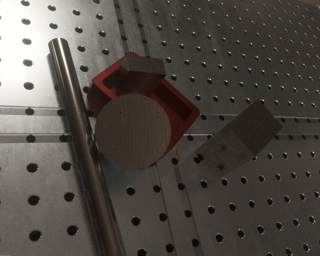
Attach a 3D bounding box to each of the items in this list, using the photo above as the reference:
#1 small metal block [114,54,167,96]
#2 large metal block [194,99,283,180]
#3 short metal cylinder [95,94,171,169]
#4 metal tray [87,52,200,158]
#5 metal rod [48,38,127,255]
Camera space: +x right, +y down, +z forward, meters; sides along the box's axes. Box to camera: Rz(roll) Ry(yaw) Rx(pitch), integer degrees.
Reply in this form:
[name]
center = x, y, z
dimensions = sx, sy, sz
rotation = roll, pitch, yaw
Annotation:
[small metal block]
center = -0.027, -0.067, 0.403
dimensions = 0.050, 0.050, 0.025
rotation = 2, 61, -28
[large metal block]
center = 0.106, 0.016, 0.422
dimensions = 0.081, 0.080, 0.050
rotation = -34, 82, -38
[short metal cylinder]
center = -0.028, 0.003, 0.351
dimensions = 0.081, 0.050, 0.079
rotation = 0, 91, 1
[metal tray]
center = -0.019, -0.034, 0.416
dimensions = 0.130, 0.030, 0.090
rotation = 42, 51, 0
[metal rod]
center = -0.085, 0.022, 0.349
dimensions = 0.025, 0.025, 0.299
rotation = -7, 65, -31
